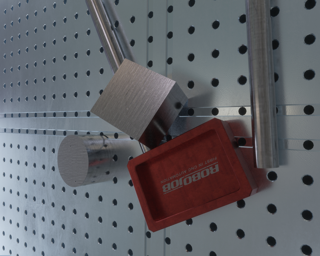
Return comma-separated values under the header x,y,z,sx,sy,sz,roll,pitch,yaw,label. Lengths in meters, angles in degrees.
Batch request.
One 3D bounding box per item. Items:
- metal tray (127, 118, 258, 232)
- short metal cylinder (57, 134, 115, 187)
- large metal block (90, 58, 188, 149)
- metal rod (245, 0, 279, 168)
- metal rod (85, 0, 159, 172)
x,y,z,sx,sy,sz,roll,pitch,yaw,label
0.033,0.056,0.360,0.130,0.030,0.090,-28,72,22,metal tray
-0.117,0.050,0.490,0.080,0.050,0.079,0,90,40,short metal cylinder
-0.025,-0.029,0.389,0.080,0.050,0.080,30,84,27,large metal block
0.103,-0.109,0.324,0.025,0.025,0.298,-4,87,40,metal rod
-0.054,-0.074,0.453,0.025,0.025,0.299,-35,69,34,metal rod
